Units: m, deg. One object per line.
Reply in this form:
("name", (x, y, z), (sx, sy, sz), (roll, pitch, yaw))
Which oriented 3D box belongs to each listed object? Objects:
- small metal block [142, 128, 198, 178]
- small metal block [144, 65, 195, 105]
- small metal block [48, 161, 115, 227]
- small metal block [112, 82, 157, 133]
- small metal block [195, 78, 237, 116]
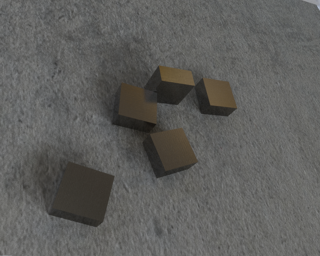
("small metal block", (0.013, 0.031, 0.393), (0.050, 0.025, 0.050), (-11, 67, -33))
("small metal block", (0.012, -0.058, 0.432), (0.050, 0.050, 0.025), (5, 60, -26))
("small metal block", (-0.080, 0.069, 0.320), (0.050, 0.025, 0.050), (21, 54, -16))
("small metal block", (-0.032, -0.026, 0.404), (0.050, 0.025, 0.050), (14, 56, -21))
("small metal block", (0.086, -0.048, 0.482), (0.050, 0.025, 0.050), (4, 60, -27))
